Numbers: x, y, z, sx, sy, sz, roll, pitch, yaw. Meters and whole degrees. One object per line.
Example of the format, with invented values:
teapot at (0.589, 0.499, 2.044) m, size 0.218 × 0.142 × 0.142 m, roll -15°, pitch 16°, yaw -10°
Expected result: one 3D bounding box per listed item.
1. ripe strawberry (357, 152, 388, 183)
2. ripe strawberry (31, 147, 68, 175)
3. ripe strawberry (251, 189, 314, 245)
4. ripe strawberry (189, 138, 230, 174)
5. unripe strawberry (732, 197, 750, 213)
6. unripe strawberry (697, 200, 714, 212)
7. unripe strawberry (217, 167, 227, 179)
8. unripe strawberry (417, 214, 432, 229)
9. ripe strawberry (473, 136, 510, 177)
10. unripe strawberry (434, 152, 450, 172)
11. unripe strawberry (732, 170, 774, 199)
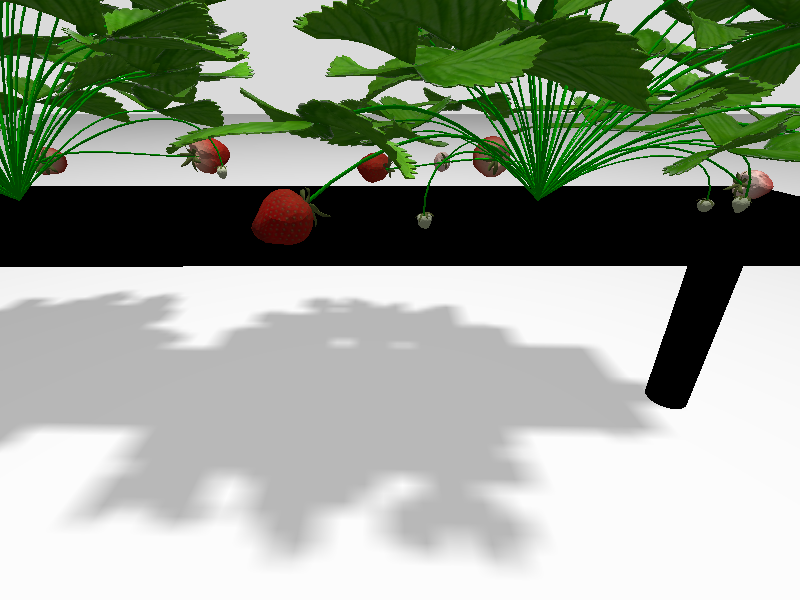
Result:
ripe strawberry at (-0.028, -0.138, 0.415) m, size 0.034 × 0.029 × 0.034 m, roll 13°, pitch 29°, yaw 26°
ripe strawberry at (-0.402, -0.160, 0.458) m, size 0.035 × 0.030 × 0.035 m, roll -14°, pitch 29°, yaw -25°
ripe strawberry at (-0.069, -0.047, 0.232) m, size 0.035 × 0.030 × 0.035 m, roll -34°, pitch 38°, yaw -18°
ripe strawberry at (-0.225, -0.175, 0.480) m, size 0.042 × 0.044 × 0.046 m, roll 16°, pitch 30°, yaw 30°
unripe strawberry at (0.254, -0.071, 0.299) m, size 0.011 × 0.012 × 0.011 m, roll 10°, pitch 28°, yaw 19°
unripe strawberry at (0.231, -0.071, 0.303) m, size 0.010 × 0.010 × 0.009 m, roll 11°, pitch 28°, yaw 21°
unripe strawberry at (-0.173, -0.124, 0.391) m, size 0.010 × 0.011 × 0.011 m, roll -9°, pitch 28°, yaw -17°
unripe strawberry at (0.016, -0.052, 0.265) m, size 0.010 × 0.010 × 0.011 m, roll -21°, pitch 33°, yaw -36°
ripe strawberry at (0.103, -0.164, 0.459) m, size 0.042 × 0.045 × 0.045 m, roll -3°, pitch 26°, yaw -6°
unripe strawberry at (0.050, -0.166, 0.481) m, size 0.020 × 0.022 × 0.021 m, roll -11°, pitch 11°, yaw -22°
unripe strawberry at (0.300, -0.097, 0.340) m, size 0.025 × 0.024 × 0.027 m, roll 6°, pitch 26°, yaw -2°
